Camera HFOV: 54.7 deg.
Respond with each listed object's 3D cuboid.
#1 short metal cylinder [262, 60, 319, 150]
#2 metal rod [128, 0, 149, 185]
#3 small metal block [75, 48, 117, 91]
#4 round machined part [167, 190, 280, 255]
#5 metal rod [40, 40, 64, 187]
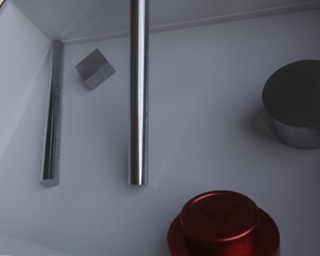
[{"bbox_3d":[0.153,-0.024,0.324,0.080,0.050,0.080,-13,56,20],"label":"short metal cylinder"},{"bbox_3d":[-0.026,-0.081,0.391,0.025,0.025,0.298,-2,85,27],"label":"metal rod"},{"bbox_3d":[-0.109,-0.099,0.522,0.050,0.025,0.050,-39,51,1],"label":"small metal block"},{"bbox_3d":[0.055,0.092,0.277,0.099,0.042,0.098,-9,22,4],"label":"round machined part"},{"bbox_3d":[-0.179,-0.043,0.523,0.025,0.025,0.299,-21,54,15],"label":"metal rod"}]
